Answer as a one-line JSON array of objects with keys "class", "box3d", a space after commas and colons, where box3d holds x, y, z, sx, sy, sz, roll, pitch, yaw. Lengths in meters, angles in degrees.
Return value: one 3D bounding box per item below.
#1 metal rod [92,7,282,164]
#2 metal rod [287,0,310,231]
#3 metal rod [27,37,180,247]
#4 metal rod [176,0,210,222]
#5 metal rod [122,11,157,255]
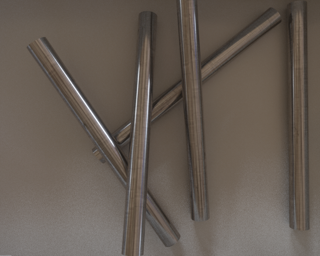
[{"class": "metal rod", "box3d": [0.036, -0.056, 0.411, 0.300, 0.025, 0.025, -39, 91, -1]}, {"class": "metal rod", "box3d": [0.185, -0.016, 0.413, 0.025, 0.025, 0.298, -1, 90, -1]}, {"class": "metal rod", "box3d": [-0.063, 0.026, 0.384, 0.025, 0.025, 0.299, -33, 101, 0]}, {"class": "metal rod", "box3d": [0.042, -0.028, 0.390, 0.025, 0.025, 0.298, -5, 99, 0]}, {"class": "metal rod", "box3d": [-0.024, -0.003, 0.382, 0.025, 0.025, 0.299, 3, 79, -1]}]
